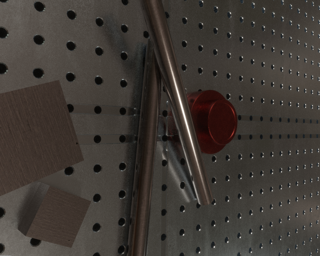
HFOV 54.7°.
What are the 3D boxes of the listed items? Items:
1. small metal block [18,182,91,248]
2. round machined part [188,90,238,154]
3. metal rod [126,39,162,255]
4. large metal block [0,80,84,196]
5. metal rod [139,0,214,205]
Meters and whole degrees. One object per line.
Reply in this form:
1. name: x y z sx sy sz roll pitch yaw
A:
1. small metal block: -0.108 0.090 0.320 0.050 0.025 0.050 33 69 -35
2. round machined part: 0.080 -0.009 0.468 0.099 0.042 0.097 0 90 -40
3. metal rod: -0.018 0.035 0.395 0.025 0.025 0.298 9 85 -40
4. large metal block: -0.128 0.006 0.286 0.081 0.050 0.080 -23 105 -38
5. metal rod: 0.028 -0.021 0.411 0.025 0.025 0.298 -35 119 -35
